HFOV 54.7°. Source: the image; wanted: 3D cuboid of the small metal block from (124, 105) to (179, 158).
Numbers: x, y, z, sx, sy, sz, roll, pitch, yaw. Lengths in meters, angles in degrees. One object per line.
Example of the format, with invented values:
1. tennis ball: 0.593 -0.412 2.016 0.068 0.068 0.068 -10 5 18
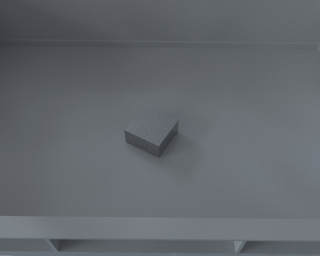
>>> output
1. small metal block: -0.010 0.004 0.402 0.050 0.025 0.050 24 54 19
